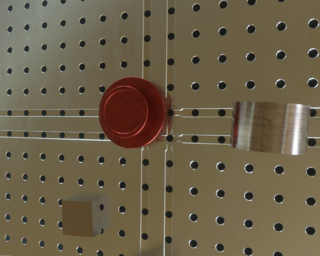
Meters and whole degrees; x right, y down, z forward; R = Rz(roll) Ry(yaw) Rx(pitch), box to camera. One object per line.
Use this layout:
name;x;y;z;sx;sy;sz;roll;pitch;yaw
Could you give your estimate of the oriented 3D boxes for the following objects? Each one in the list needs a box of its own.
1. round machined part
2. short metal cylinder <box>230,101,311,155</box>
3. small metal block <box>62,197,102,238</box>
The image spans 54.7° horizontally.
round machined part;-0.040;-0.021;0.418;0.098;0.042;0.097;0;90;19
short metal cylinder;0.120;-0.001;0.341;0.080;0.080;0.050;5;92;20
small metal block;-0.114;0.129;0.453;0.050;0.025;0.050;-2;89;20
